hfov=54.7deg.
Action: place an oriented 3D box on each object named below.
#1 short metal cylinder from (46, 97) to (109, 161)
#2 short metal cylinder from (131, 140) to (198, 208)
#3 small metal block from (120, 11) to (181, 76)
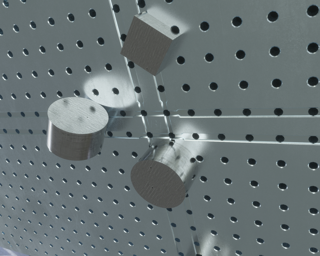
[{"bbox_3d":[-0.117,0.000,0.437,0.080,0.080,0.050,28,128,11],"label":"short metal cylinder"},{"bbox_3d":[0.007,0.064,0.431,0.080,0.050,0.079,13,124,21],"label":"short metal cylinder"},{"bbox_3d":[-0.012,-0.097,0.357,0.050,0.025,0.050,34,129,5],"label":"small metal block"}]
